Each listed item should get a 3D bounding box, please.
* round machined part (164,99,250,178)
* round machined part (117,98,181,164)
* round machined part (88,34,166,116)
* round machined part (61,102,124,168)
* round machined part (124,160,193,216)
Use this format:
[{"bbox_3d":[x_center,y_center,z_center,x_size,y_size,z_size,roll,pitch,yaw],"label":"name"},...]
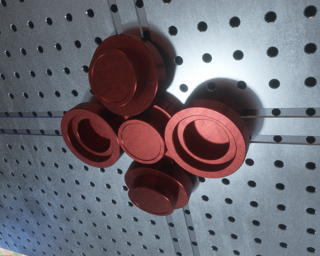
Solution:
[{"bbox_3d":[0.059,0.009,0.374,0.098,0.042,0.097,13,124,20],"label":"round machined part"},{"bbox_3d":[-0.016,0.009,0.411,0.098,0.042,0.097,13,124,20],"label":"round machined part"},{"bbox_3d":[-0.046,-0.062,0.370,0.098,0.042,0.097,8,108,27],"label":"round machined part"},{"bbox_3d":[-0.090,0.006,0.449,0.098,0.042,0.097,13,124,20],"label":"round machined part"},{"bbox_3d":[-0.006,0.089,0.442,0.098,0.042,0.097,15,139,14],"label":"round machined part"}]
